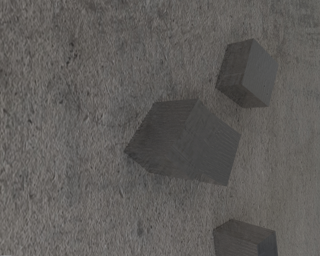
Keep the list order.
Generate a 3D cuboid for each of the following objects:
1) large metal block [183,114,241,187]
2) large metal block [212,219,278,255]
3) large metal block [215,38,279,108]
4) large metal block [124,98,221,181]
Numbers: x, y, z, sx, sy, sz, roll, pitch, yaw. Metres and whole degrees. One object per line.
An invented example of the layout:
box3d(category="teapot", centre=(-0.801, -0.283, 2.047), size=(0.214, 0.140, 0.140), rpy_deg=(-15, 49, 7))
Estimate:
box3d(category="large metal block", centre=(0.063, 0.029, 0.441), size=(0.080, 0.050, 0.080), rpy_deg=(31, 71, -36))
box3d(category="large metal block", centre=(0.133, 0.197, 0.481), size=(0.050, 0.080, 0.079), rpy_deg=(-13, 99, -39))
box3d(category="large metal block", centre=(0.145, -0.086, 0.509), size=(0.080, 0.050, 0.080), rpy_deg=(28, 72, -37))
box3d(category="large metal block", centre=(0.015, 0.012, 0.381), size=(0.050, 0.080, 0.080), rpy_deg=(45, 63, -31))
